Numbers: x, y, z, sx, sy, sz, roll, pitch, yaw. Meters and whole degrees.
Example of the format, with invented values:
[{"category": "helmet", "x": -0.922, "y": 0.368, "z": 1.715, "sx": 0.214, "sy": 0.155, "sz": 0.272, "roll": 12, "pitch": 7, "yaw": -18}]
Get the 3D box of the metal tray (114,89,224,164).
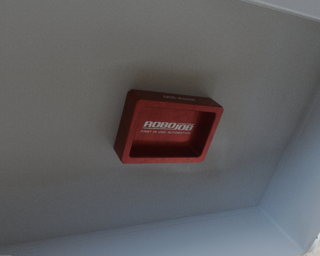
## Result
[{"category": "metal tray", "x": 0.013, "y": 0.001, "z": 0.412, "sx": 0.131, "sy": 0.030, "sz": 0.089, "roll": 3, "pitch": 117, "yaw": -30}]
